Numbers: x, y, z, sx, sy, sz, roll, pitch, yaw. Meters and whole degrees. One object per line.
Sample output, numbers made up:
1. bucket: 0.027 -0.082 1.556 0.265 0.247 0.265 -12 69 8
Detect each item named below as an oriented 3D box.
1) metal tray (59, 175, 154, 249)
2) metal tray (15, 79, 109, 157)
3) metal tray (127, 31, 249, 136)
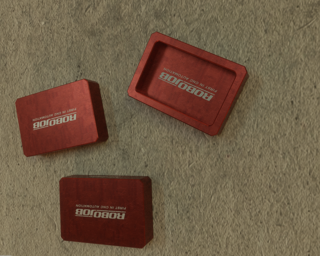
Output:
1. metal tray: -0.076 0.113 0.433 0.130 0.030 0.089 -2 89 19
2. metal tray: -0.147 -0.013 0.458 0.130 0.030 0.090 -12 86 19
3. metal tray: 0.033 -0.056 0.394 0.130 0.030 0.090 27 99 18
